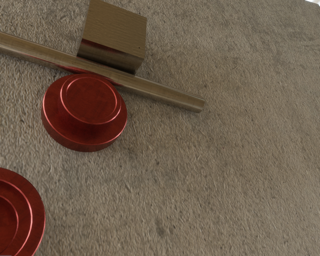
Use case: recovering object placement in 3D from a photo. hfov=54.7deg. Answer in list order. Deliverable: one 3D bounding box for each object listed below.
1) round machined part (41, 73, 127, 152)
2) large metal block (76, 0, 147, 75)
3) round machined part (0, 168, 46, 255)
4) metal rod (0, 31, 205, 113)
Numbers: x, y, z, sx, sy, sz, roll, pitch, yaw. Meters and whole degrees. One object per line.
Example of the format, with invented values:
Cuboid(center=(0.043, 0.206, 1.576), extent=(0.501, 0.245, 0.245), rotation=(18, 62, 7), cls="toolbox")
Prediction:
Cuboid(center=(-0.084, -0.025, 0.362), extent=(0.099, 0.042, 0.098), rotation=(14, 56, -21), cls="round machined part")
Cuboid(center=(-0.066, -0.121, 0.426), extent=(0.081, 0.050, 0.080), rotation=(14, 56, -20), cls="large metal block")
Cuboid(center=(-0.151, 0.085, 0.260), extent=(0.099, 0.042, 0.098), rotation=(14, 56, -21), cls="round machined part")
Cuboid(center=(-0.078, -0.071, 0.404), extent=(0.302, 0.025, 0.025), rotation=(15, 56, -20), cls="metal rod")
